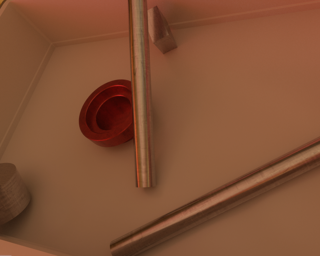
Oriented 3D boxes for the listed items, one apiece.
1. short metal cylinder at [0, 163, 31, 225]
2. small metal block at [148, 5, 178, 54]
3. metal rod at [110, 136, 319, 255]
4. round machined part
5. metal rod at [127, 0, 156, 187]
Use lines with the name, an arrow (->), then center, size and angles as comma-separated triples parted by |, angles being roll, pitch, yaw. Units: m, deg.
short metal cylinder -> -0.230, 0.092, 0.429 | 0.080, 0.050, 0.080 | -11, 27, 6
small metal block -> 0.000, -0.147, 0.468 | 0.025, 0.050, 0.050 | -23, 78, 14
metal rod -> 0.081, 0.066, 0.322 | 0.301, 0.025, 0.025 | -29, 52, 9
round machined part -> -0.061, -0.017, 0.435 | 0.098, 0.042, 0.098 | -13, 56, 20
metal rod -> -0.025, -0.078, 0.389 | 0.025, 0.025, 0.298 | -6, 83, 25
